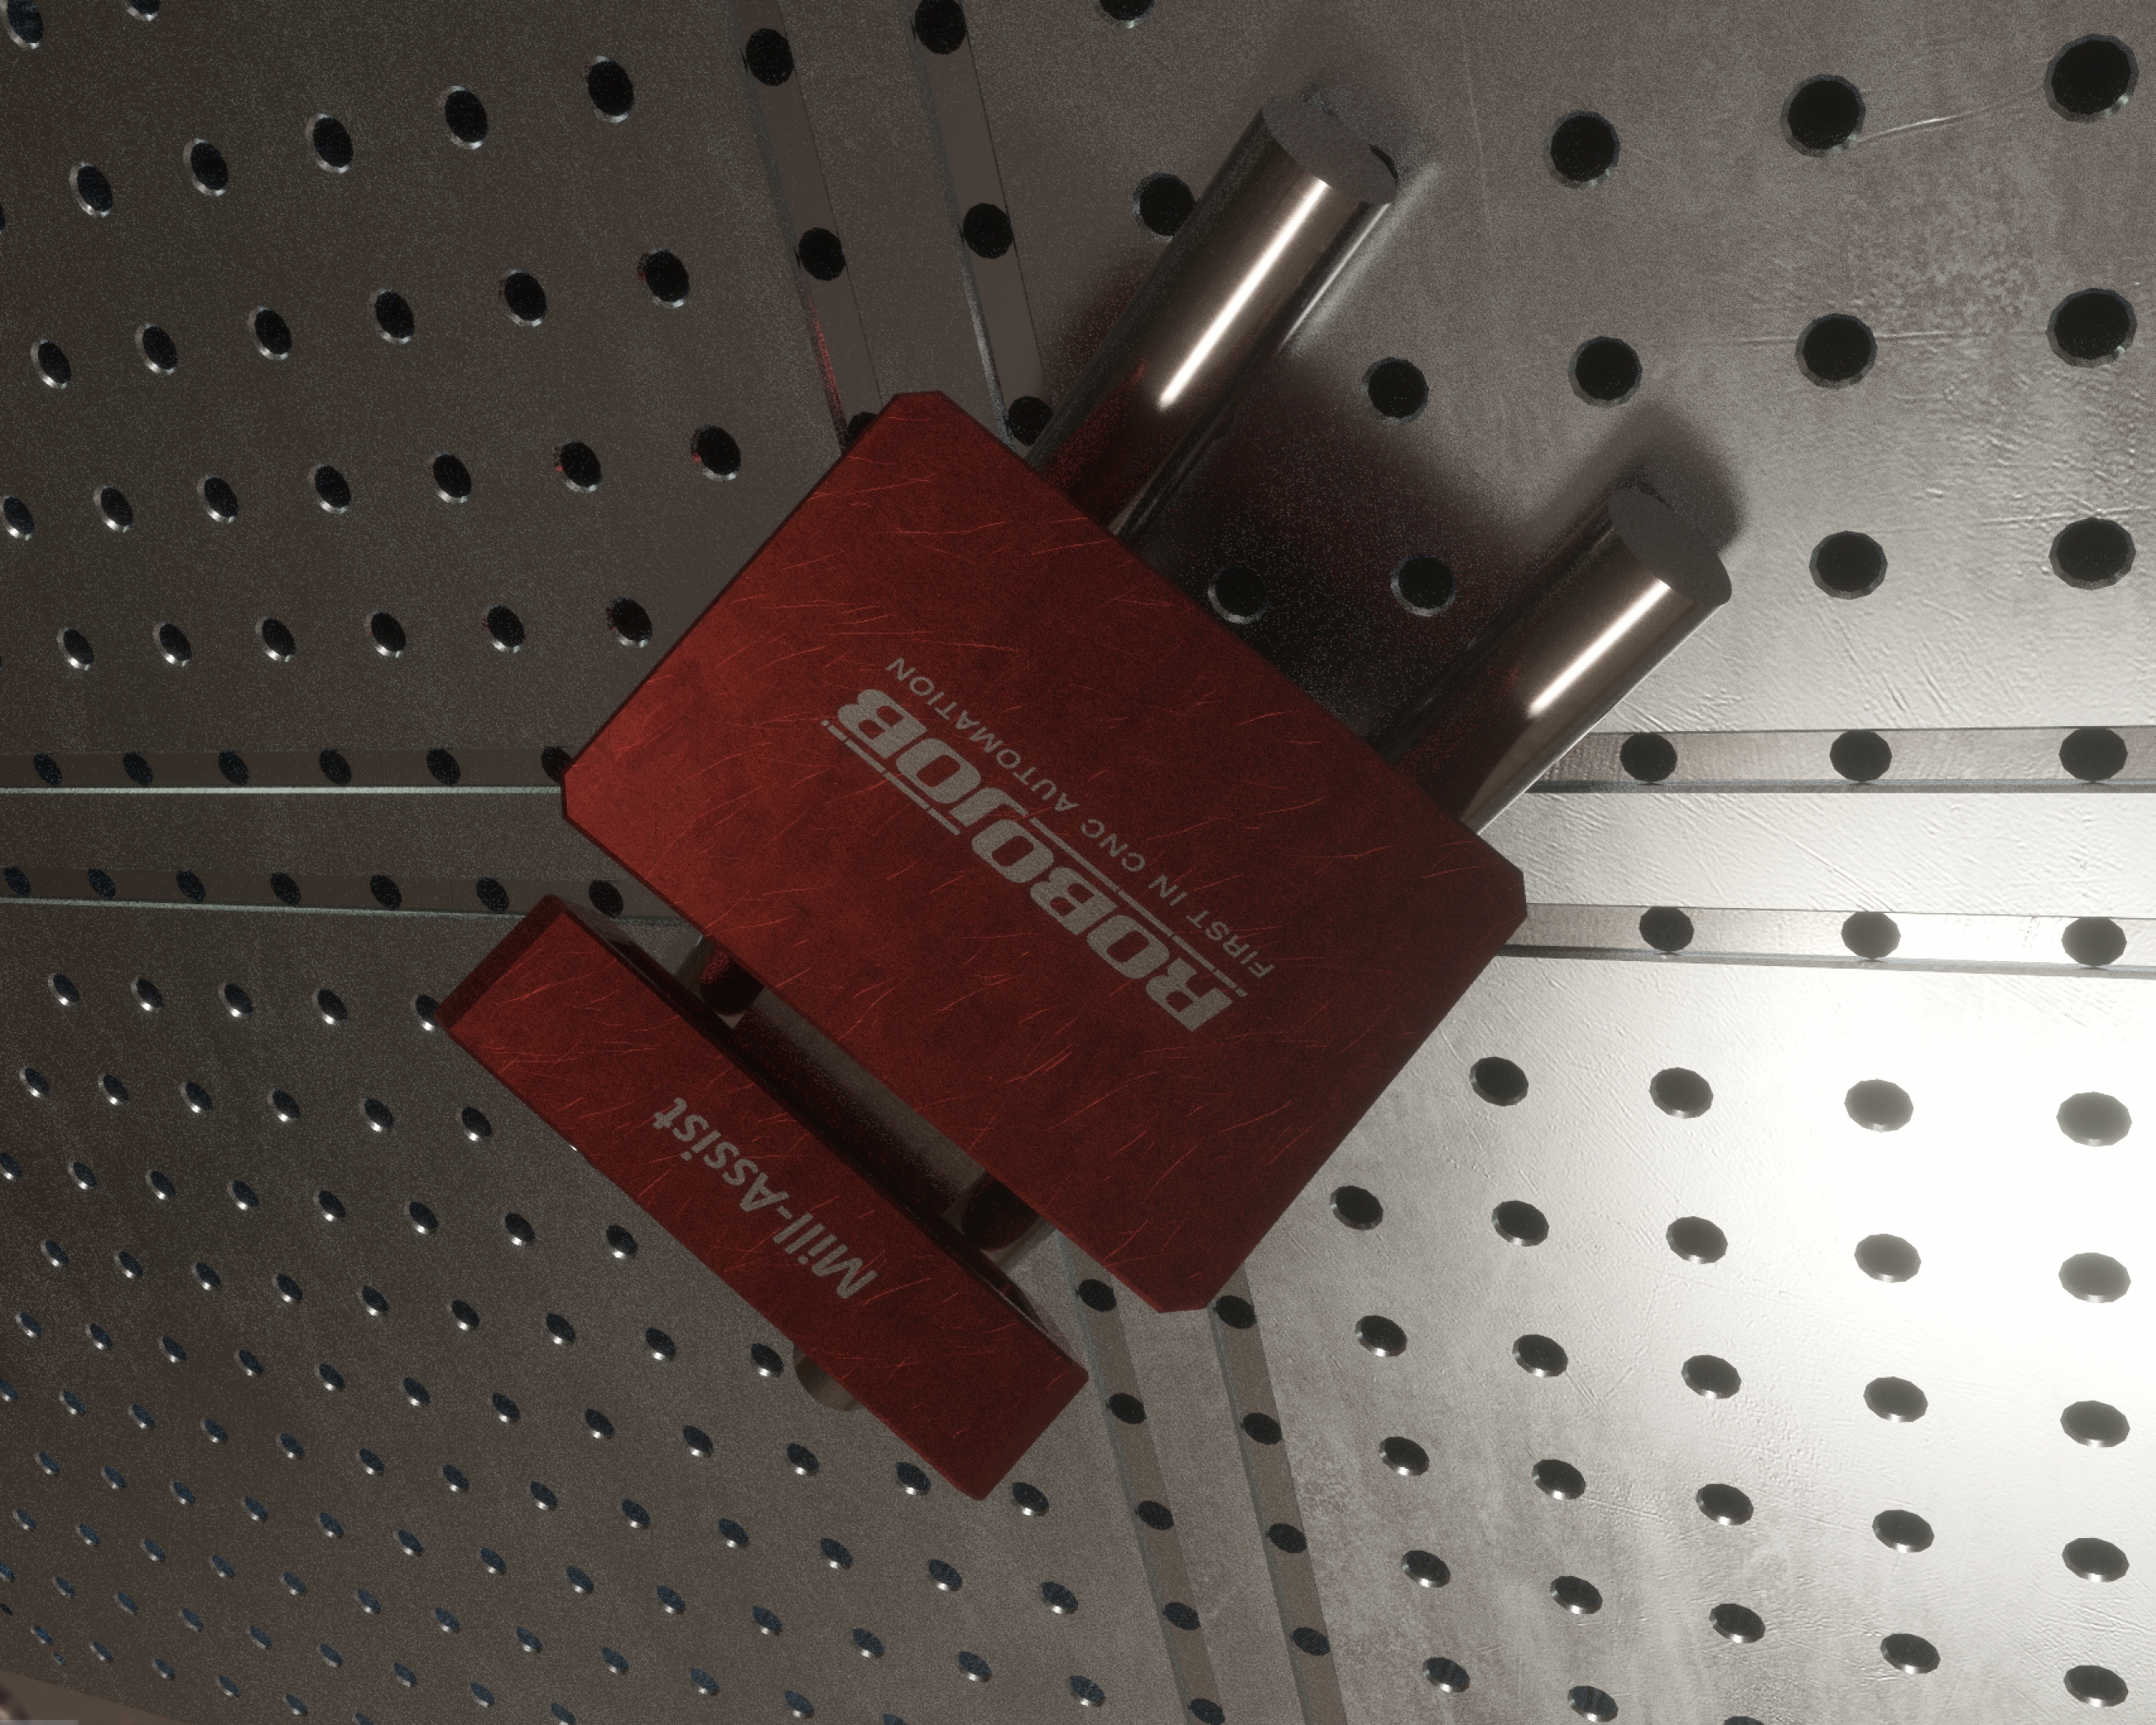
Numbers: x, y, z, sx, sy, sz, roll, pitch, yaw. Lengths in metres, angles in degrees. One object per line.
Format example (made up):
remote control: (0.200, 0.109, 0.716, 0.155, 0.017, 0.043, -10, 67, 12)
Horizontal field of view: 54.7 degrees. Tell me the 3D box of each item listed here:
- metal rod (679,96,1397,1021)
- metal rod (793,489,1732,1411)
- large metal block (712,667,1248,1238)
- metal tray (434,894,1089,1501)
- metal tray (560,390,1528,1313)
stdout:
metal rod: (-0.036, -0.021, 0.416, 0.025, 0.025, 0.298, 40, 129, 0)
metal rod: (0.017, 0.037, 0.424, 0.025, 0.025, 0.298, 41, 129, 0)
large metal block: (-0.016, 0.016, 0.392, 0.050, 0.080, 0.080, 41, 129, 0)
metal tray: (-0.060, 0.062, 0.410, 0.130, 0.030, 0.090, 42, 173, -2)
metal tray: (-0.005, -0.002, 0.341, 0.130, 0.030, 0.090, 40, 85, 0)
